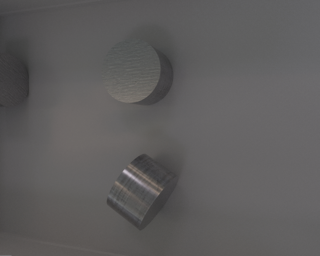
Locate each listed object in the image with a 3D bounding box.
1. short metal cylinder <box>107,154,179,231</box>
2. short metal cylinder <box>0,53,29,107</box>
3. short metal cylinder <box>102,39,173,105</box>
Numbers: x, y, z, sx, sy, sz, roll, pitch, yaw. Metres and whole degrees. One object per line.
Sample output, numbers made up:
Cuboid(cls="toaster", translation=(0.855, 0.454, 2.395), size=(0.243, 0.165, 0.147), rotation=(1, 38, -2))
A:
Cuboid(cls="short metal cylinder", translation=(-0.020, 0.079, 0.388), size=(0.050, 0.080, 0.080), rotation=(34, 101, 17))
Cuboid(cls="short metal cylinder", translation=(-0.248, -0.071, 0.469), size=(0.050, 0.080, 0.080), rotation=(-1, 90, 20))
Cuboid(cls="short metal cylinder", translation=(-0.028, -0.071, 0.407), size=(0.080, 0.050, 0.080), rotation=(0, 90, 20))
